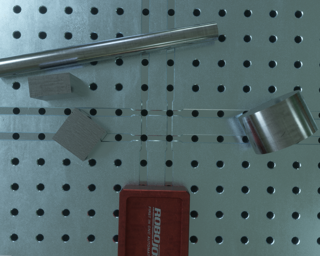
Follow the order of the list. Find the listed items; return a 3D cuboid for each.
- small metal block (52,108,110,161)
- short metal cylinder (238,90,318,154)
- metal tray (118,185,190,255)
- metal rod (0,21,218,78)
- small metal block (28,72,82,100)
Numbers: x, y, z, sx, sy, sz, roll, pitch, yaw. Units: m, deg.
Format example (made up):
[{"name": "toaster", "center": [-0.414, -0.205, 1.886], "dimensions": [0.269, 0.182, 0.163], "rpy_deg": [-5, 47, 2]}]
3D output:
[{"name": "small metal block", "center": [-0.104, 0.008, 0.412], "dimensions": [0.050, 0.025, 0.050], "rpy_deg": [37, 90, 0]}, {"name": "short metal cylinder", "center": [0.146, -0.007, 0.387], "dimensions": [0.080, 0.080, 0.050], "rpy_deg": [-26, 90, 0]}, {"name": "metal tray", "center": [-0.008, 0.144, 0.410], "dimensions": [0.091, 0.030, 0.129], "rpy_deg": [2, 90, 0]}, {"name": "metal rod", "center": [-0.074, -0.104, 0.412], "dimensions": [0.302, 0.025, 0.025], "rpy_deg": [-10, 90, 0]}, {"name": "small metal block", "center": [-0.134, -0.052, 0.400], "dimensions": [0.050, 0.050, 0.025], "rpy_deg": [-7, 90, 0]}]
